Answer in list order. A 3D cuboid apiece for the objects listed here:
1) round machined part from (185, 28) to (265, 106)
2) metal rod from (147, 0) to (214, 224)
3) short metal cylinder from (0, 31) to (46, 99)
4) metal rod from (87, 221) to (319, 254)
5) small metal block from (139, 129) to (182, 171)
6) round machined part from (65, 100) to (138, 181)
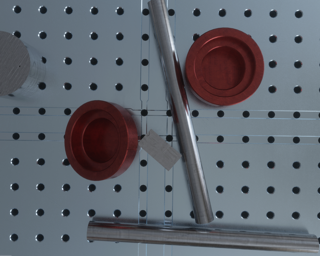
[{"bbox_3d":[0.081,-0.077,0.405,0.099,0.042,0.097,0,90,0],"label":"round machined part"},{"bbox_3d":[0.028,-0.022,0.413,0.025,0.025,0.298,-12,90,0],"label":"metal rod"},{"bbox_3d":[-0.197,-0.078,0.399,0.081,0.050,0.080,0,90,0],"label":"short metal cylinder"},{"bbox_3d":[0.056,0.146,0.413,0.302,0.025,0.025,4,90,0],"label":"metal rod"},{"bbox_3d":[-0.001,0.027,0.400,0.050,0.050,0.025,41,88,0],"label":"small metal block"},{"bbox_3d":[-0.069,0.016,0.391,0.098,0.042,0.097,-2,87,27],"label":"round machined part"}]
